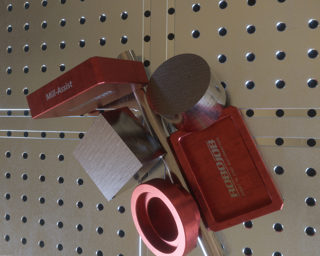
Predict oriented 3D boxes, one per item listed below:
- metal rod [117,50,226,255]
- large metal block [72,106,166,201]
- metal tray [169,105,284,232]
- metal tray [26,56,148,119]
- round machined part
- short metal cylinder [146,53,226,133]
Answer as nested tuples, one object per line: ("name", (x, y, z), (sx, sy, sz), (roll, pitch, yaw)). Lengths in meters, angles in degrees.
("metal rod", (0.013, 0.035, 0.403), (0.025, 0.025, 0.299), (-27, 81, 18))
("large metal block", (-0.053, 0.032, 0.395), (0.080, 0.050, 0.080), (50, 123, 13))
("metal tray", (0.079, 0.049, 0.378), (0.090, 0.030, 0.129), (-26, 82, 18))
("metal tray", (-0.091, -0.047, 0.391), (0.130, 0.091, 0.030), (-20, 85, 33))
("round machined part", (0.011, 0.108, 0.381), (0.098, 0.042, 0.097), (20, 118, 44))
("short metal cylinder", (0.031, -0.041, 0.369), (0.080, 0.050, 0.080), (-14, 60, 25))
